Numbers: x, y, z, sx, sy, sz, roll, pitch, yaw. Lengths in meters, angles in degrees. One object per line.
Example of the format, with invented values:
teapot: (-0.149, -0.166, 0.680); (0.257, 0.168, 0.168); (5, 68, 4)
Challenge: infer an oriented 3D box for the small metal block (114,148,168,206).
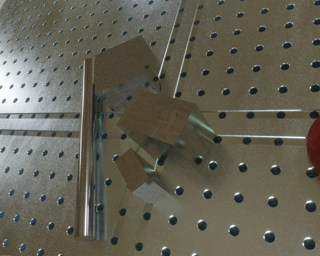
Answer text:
small metal block: (-0.022, 0.058, 0.368); (0.025, 0.050, 0.050); (-39, 51, 3)

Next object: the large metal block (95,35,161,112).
large metal block: (-0.050, -0.082, 0.468); (0.080, 0.050, 0.080); (-19, 54, 17)

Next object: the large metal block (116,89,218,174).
large metal block: (0.011, 0.005, 0.365); (0.080, 0.080, 0.050); (18, 71, 35)

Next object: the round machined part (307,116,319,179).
round machined part: (0.191, 0.014, 0.288); (0.098, 0.042, 0.098); (-13, 56, 21)

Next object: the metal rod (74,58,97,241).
metal rod: (-0.106, 0.010, 0.457); (0.025, 0.025, 0.299); (-19, 54, 17)
